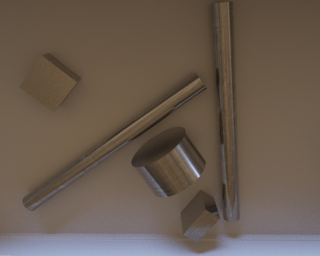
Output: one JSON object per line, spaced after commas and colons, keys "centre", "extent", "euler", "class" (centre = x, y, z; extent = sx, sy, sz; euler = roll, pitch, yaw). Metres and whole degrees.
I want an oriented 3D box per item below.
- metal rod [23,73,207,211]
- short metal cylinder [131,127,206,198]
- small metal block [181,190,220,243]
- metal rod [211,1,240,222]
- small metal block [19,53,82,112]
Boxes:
{"centre": [-0.068, 0.025, 0.419], "extent": [0.300, 0.025, 0.025], "euler": [-35, 107, 11], "class": "metal rod"}
{"centre": [0.011, 0.042, 0.398], "extent": [0.080, 0.080, 0.050], "euler": [-31, 108, 10], "class": "short metal cylinder"}
{"centre": [0.056, 0.126, 0.445], "extent": [0.025, 0.050, 0.050], "euler": [34, 106, -12], "class": "small metal block"}
{"centre": [0.089, -0.007, 0.410], "extent": [0.025, 0.025, 0.298], "euler": [-6, 110, 2], "class": "metal rod"}
{"centre": [-0.136, -0.057, 0.388], "extent": [0.050, 0.025, 0.050], "euler": [38, 105, -13], "class": "small metal block"}
